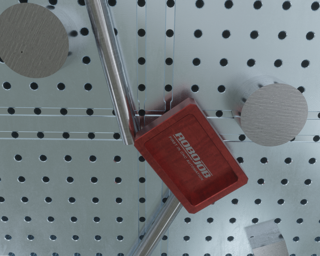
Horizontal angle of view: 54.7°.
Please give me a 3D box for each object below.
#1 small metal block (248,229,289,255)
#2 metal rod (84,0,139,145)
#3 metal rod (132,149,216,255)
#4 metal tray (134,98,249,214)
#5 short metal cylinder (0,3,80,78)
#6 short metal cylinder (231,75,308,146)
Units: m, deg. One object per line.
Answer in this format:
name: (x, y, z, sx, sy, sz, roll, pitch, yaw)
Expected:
small metal block: (0.172, 0.194, 0.488, 0.050, 0.025, 0.050, -19, 109, 6)
metal rod: (-0.068, -0.119, 0.368, 0.025, 0.025, 0.298, -11, 110, 4)
metal rod: (0.004, 0.142, 0.465, 0.025, 0.025, 0.298, 27, 108, -10)
metal tray: (0.040, 0.038, 0.397, 0.090, 0.030, 0.130, -34, 106, 11)
short metal cylinder: (-0.140, -0.102, 0.360, 0.081, 0.050, 0.079, 0, 110, -1)
short metal cylinder: (0.137, -0.023, 0.394, 0.081, 0.050, 0.079, 0, 110, -1)
